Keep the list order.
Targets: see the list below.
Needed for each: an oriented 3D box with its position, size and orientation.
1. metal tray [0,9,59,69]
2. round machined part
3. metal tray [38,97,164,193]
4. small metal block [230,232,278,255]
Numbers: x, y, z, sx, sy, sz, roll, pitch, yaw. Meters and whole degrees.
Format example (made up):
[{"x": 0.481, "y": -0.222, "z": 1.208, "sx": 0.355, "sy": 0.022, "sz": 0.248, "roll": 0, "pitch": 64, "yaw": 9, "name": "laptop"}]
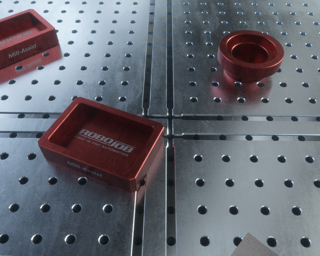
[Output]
[{"x": -0.255, "y": -0.153, "z": 0.530, "sx": 0.131, "sy": 0.030, "sz": 0.090, "roll": -33, "pitch": 58, "yaw": -25, "name": "metal tray"}, {"x": 0.140, "y": -0.109, "z": 0.489, "sx": 0.099, "sy": 0.042, "sz": 0.098, "roll": 0, "pitch": 50, "yaw": 0, "name": "round machined part"}, {"x": -0.071, "y": 0.016, "z": 0.389, "sx": 0.130, "sy": 0.030, "sz": 0.090, "roll": 18, "pitch": 52, "yaw": 15, "name": "metal tray"}, {"x": 0.088, "y": 0.138, "z": 0.292, "sx": 0.050, "sy": 0.025, "sz": 0.050, "roll": 35, "pitch": 58, "yaw": 26, "name": "small metal block"}]
